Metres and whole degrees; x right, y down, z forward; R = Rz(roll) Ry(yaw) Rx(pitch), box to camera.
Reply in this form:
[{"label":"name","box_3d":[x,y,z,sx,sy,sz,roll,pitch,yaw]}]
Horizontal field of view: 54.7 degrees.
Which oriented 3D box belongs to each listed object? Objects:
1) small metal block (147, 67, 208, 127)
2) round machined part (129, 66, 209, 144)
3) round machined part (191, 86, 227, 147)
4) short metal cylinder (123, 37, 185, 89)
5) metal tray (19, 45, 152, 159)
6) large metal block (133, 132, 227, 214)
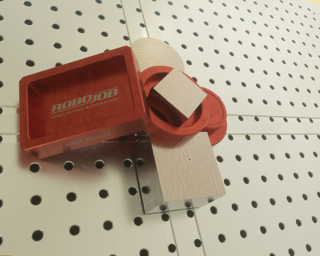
[{"label":"small metal block","box_3d":[0.019,-0.036,0.361,0.050,0.025,0.050,41,51,0]},{"label":"round machined part","box_3d":[0.008,-0.024,0.379,0.099,0.042,0.098,14,56,-21]},{"label":"round machined part","box_3d":[0.054,-0.020,0.436,0.099,0.042,0.098,14,56,-21]},{"label":"short metal cylinder","box_3d":[-0.013,-0.078,0.432,0.081,0.050,0.080,14,56,-21]},{"label":"metal tray","box_3d":[-0.082,-0.028,0.331,0.131,0.030,0.090,-16,65,5]},{"label":"large metal block","box_3d":[0.021,0.051,0.368,0.081,0.050,0.080,1,62,-28]}]
